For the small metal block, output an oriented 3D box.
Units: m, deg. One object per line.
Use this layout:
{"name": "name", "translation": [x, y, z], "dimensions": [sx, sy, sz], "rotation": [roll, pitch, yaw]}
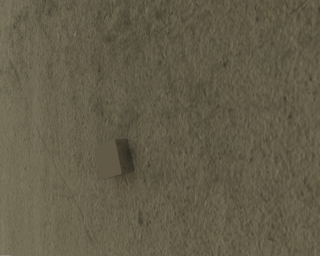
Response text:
{"name": "small metal block", "translation": [-0.069, 0.047, 0.463], "dimensions": [0.050, 0.025, 0.050], "rotation": [-21, 77, 38]}
